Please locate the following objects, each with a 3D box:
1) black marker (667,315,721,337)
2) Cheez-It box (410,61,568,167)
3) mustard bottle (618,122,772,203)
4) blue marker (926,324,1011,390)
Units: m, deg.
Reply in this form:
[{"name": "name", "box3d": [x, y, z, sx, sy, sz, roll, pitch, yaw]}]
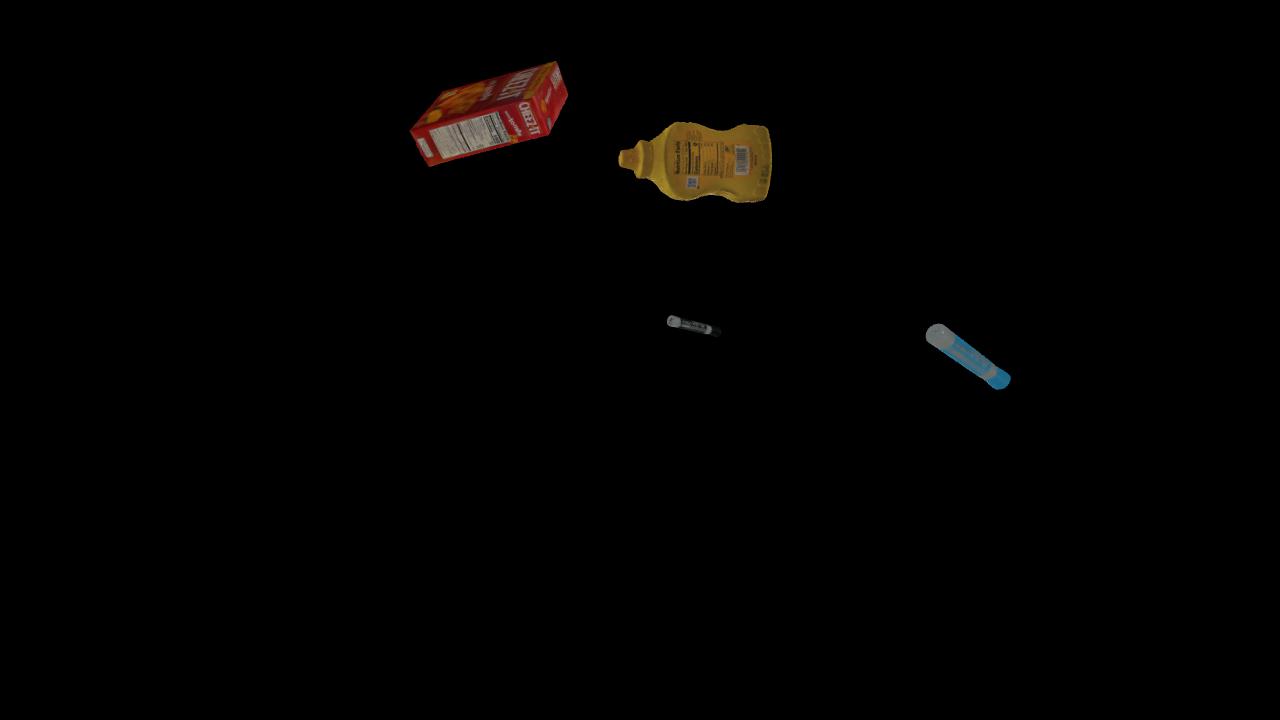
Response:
[{"name": "black marker", "box3d": [0.096, -0.057, 1.055, 0.121, 0.020, 0.020, 10, -6, -40]}, {"name": "Cheez-It box", "box3d": [-0.243, -0.408, 1.013, 0.223, 0.071, 0.166, -7, 43, 15]}, {"name": "mustard bottle", "box3d": [0.064, -0.236, 0.732, 0.184, 0.092, 0.054, -3, 14, -15]}, {"name": "blue marker", "box3d": [0.298, -0.001, 0.554, 0.121, 0.020, 0.020, 25, -13, -30]}]
